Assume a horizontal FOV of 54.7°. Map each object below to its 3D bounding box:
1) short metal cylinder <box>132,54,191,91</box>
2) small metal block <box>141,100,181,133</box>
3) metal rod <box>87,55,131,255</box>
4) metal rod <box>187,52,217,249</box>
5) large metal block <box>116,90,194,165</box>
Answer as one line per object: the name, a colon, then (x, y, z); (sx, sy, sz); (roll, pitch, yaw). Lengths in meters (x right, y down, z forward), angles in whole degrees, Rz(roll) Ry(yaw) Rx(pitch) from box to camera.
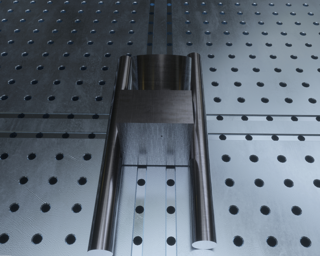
short metal cylinder: (0.002, -0.070, 0.422); (0.081, 0.050, 0.080); (1, 6, 0)
small metal block: (0.001, -0.017, 0.405); (0.050, 0.050, 0.025); (1, 50, 0)
metal rod: (-0.057, 0.008, 0.400); (0.025, 0.025, 0.300); (1, 50, 0)
metal rod: (0.050, 0.002, 0.406); (0.025, 0.025, 0.300); (2, 50, 1)
large metal block: (-0.005, 0.001, 0.368); (0.081, 0.080, 0.050); (1, 50, 0)
